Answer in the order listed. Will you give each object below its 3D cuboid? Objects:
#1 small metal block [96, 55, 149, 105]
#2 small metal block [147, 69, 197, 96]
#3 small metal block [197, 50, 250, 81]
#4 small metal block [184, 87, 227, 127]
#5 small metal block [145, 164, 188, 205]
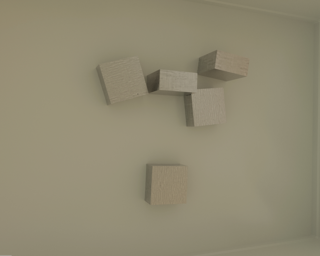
[{"bbox_3d":[-0.048,-0.060,0.394,0.050,0.025,0.050,-18,96,-20],"label":"small metal block"},{"bbox_3d":[0.014,-0.058,0.404,0.050,0.050,0.025,2,90,-20],"label":"small metal block"},{"bbox_3d":[0.087,-0.085,0.431,0.050,0.050,0.025,9,87,-20],"label":"small metal block"},{"bbox_3d":[0.063,-0.029,0.435,0.050,0.025,0.050,-6,92,-20],"label":"small metal block"},{"bbox_3d":[0.008,0.074,0.415,0.050,0.025,0.050,3,89,-20],"label":"small metal block"}]
